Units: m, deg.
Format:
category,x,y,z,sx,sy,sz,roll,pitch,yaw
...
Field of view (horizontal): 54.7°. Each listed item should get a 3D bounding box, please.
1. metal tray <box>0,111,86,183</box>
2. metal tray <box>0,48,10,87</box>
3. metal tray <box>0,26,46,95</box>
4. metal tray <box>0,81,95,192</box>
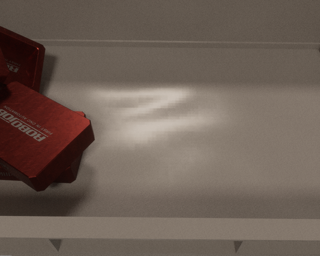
category,x,y,z,sx,sy,sz,roll,pitch,yaw
metal tray,-0.163,0.019,0.384,0.131,0.030,0.090,3,50,1
metal tray,-0.249,-0.085,0.339,0.131,0.030,0.090,-16,79,-46
metal tray,-0.228,-0.096,0.416,0.131,0.030,0.090,20,55,-39
metal tray,-0.154,0.004,0.357,0.130,0.030,0.090,26,55,20
